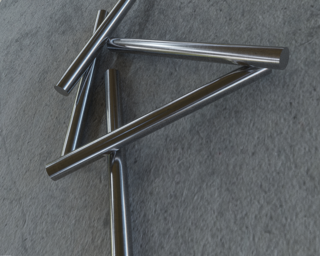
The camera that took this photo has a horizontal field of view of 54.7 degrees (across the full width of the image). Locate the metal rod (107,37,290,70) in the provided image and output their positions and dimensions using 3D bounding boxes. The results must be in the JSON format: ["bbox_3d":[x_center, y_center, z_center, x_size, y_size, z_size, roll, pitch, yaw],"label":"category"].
[{"bbox_3d":[0.027,-0.110,0.435,0.300,0.025,0.025,17,71,41],"label":"metal rod"}]

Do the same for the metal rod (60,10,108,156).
[{"bbox_3d":[-0.119,-0.085,0.516,0.025,0.025,0.299,-9,58,23],"label":"metal rod"}]

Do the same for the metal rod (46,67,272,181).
[{"bbox_3d":[-0.003,-0.011,0.388,0.301,0.025,0.025,-27,52,2],"label":"metal rod"}]

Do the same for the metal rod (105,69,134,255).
[{"bbox_3d":[-0.057,0.037,0.409,0.025,0.025,0.299,-20,54,16],"label":"metal rod"}]

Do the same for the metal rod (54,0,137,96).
[{"bbox_3d":[-0.088,-0.177,0.535,0.025,0.025,0.300,11,60,32],"label":"metal rod"}]
